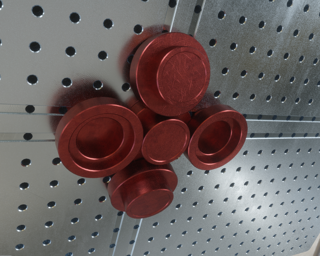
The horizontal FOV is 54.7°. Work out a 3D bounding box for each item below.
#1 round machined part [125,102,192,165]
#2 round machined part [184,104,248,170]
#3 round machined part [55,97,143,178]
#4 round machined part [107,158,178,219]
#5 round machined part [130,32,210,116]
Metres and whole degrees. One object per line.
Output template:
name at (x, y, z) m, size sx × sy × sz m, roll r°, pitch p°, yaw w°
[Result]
round machined part at (0.000, 0.009, 0.406) m, size 0.099 × 0.042 × 0.097 m, roll -14°, pitch 125°, yaw -21°
round machined part at (0.074, 0.009, 0.448) m, size 0.099 × 0.042 × 0.097 m, roll -14°, pitch 125°, yaw -21°
round machined part at (-0.073, 0.008, 0.366) m, size 0.099 × 0.042 × 0.097 m, roll -14°, pitch 125°, yaw -21°
round machined part at (-0.020, 0.090, 0.431) m, size 0.099 × 0.042 × 0.097 m, roll -15°, pitch 139°, yaw -14°
round machined part at (0.018, -0.061, 0.359) m, size 0.099 × 0.042 × 0.097 m, roll -8°, pitch 107°, yaw -25°
